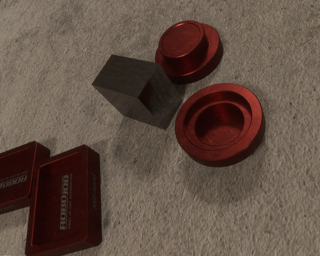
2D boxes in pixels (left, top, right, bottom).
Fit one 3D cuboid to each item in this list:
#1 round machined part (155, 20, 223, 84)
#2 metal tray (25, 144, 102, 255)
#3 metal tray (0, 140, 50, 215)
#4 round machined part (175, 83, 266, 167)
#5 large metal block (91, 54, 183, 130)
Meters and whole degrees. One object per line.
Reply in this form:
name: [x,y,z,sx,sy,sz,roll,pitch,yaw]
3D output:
round machined part: [0.037,-0.114,0.443,0.098,0.042,0.098,-13,56,20]
metal tray: [-0.124,0.094,0.405,0.090,0.030,0.130,-20,54,15]
metal tray: [-0.233,0.081,0.470,0.130,0.030,0.090,-18,55,17]
round machined part: [0.070,0.000,0.355,0.098,0.042,0.098,-13,56,20]
large metal block: [-0.028,-0.047,0.411,0.080,0.080,0.050,19,72,35]
